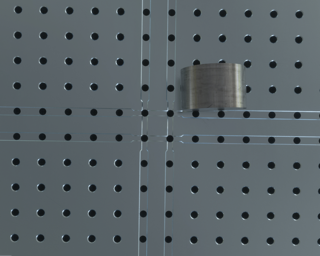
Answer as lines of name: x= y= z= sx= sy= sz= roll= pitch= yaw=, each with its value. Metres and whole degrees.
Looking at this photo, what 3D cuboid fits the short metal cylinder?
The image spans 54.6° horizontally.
short metal cylinder: x=0.066 y=-0.048 z=0.386 sx=0.080 sy=0.080 sz=0.050 roll=-1 pitch=90 yaw=0
